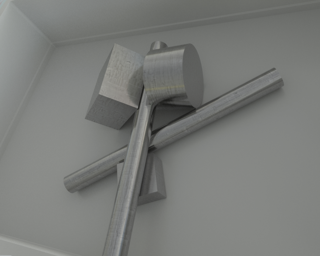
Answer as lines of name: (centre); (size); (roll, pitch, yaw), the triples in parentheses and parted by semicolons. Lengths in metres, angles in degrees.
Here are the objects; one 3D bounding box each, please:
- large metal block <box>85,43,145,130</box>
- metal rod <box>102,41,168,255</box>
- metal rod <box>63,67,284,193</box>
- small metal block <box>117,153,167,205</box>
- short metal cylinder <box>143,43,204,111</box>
large metal block: (-0.060, -0.053, 0.425); (0.080, 0.050, 0.080); (-40, 34, 57)
metal rod: (-0.025, 0.014, 0.373); (0.025, 0.025, 0.300); (-4, 58, 25)
metal rod: (0.009, 0.008, 0.392); (0.301, 0.025, 0.025); (-28, 53, 10)
small metal block: (-0.023, 0.064, 0.376); (0.050, 0.025, 0.050); (-19, 54, 16)
short metal cylinder: (0.019, -0.063, 0.395); (0.050, 0.080, 0.080); (-3, 60, 25)
